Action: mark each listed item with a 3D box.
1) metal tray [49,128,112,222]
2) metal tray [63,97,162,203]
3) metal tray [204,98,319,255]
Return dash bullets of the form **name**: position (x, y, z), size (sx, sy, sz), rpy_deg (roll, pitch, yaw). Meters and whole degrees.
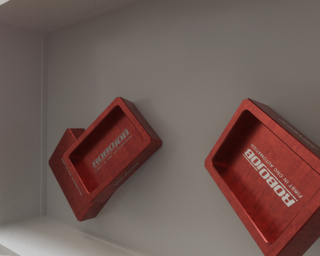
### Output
- **metal tray**: position (-0.131, 0.074, 0.512), size (0.130, 0.030, 0.090), rpy_deg (52, 120, 27)
- **metal tray**: position (-0.071, 0.032, 0.439), size (0.130, 0.030, 0.090), rpy_deg (-45, 62, 13)
- **metal tray**: position (0.100, 0.041, 0.287), size (0.089, 0.030, 0.130), rpy_deg (-62, 31, 22)
